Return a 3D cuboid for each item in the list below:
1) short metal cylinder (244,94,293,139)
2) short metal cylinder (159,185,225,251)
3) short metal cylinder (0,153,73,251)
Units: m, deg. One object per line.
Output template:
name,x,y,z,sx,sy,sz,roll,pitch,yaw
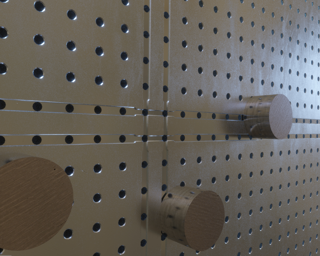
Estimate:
short metal cylinder,0.197,-0.020,0.561,0.081,0.050,0.079,0,90,-40
short metal cylinder,0.045,0.124,0.434,0.081,0.050,0.079,0,90,-40
short metal cylinder,-0.129,0.065,0.286,0.081,0.050,0.079,0,90,-40
